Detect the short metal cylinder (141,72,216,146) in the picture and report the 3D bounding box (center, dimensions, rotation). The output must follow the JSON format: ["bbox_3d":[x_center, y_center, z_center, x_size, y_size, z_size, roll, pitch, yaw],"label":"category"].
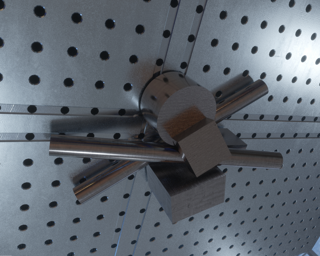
[{"bbox_3d":[0.022,-0.024,0.388,0.081,0.050,0.079,-14,123,-21],"label":"short metal cylinder"}]

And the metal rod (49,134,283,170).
[{"bbox_3d":[0.020,0.032,0.392,0.302,0.025,0.025,5,117,-16],"label":"metal rod"}]

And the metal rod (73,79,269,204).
[{"bbox_3d":[0.021,0.014,0.428,0.301,0.025,0.025,-30,129,-9],"label":"metal rod"}]

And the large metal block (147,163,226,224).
[{"bbox_3d":[0.034,0.074,0.435,0.081,0.080,0.050,-17,125,-19],"label":"large metal block"}]

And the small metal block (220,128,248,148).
[{"bbox_3d":[0.089,0.023,0.454,0.050,0.050,0.025,0,118,-28],"label":"small metal block"}]

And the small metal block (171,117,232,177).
[{"bbox_3d":[0.050,0.022,0.372,0.050,0.025,0.050,-31,106,-8],"label":"small metal block"}]
